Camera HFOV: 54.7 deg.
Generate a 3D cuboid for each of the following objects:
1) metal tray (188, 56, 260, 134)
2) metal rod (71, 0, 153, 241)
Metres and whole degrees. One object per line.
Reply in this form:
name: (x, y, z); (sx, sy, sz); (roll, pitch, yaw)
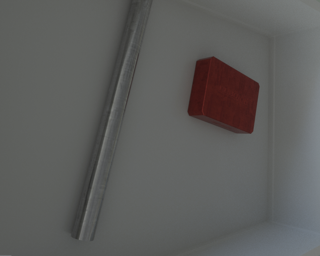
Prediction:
metal tray: (0.106, -0.048, 0.495); (0.131, 0.030, 0.090); (17, 79, -39)
metal rod: (-0.052, -0.024, 0.364); (0.025, 0.025, 0.299); (21, 77, -39)
